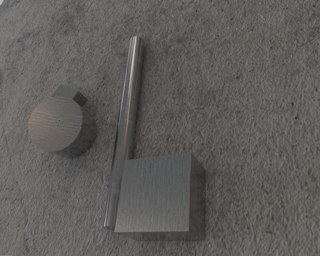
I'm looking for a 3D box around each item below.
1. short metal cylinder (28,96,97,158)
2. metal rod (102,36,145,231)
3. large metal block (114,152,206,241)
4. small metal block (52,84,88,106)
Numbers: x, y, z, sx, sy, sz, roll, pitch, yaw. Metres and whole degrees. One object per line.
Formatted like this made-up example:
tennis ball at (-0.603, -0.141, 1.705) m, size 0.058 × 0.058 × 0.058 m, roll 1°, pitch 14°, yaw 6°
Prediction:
short metal cylinder at (-0.138, 0.000, 0.445) m, size 0.080 × 0.050 × 0.080 m, roll -3°, pitch 73°, yaw 11°
metal rod at (-0.046, -0.012, 0.435) m, size 0.025 × 0.025 × 0.299 m, roll -10°, pitch 57°, yaw 23°
large metal block at (0.004, 0.077, 0.339) m, size 0.080 × 0.050 × 0.080 m, roll -9°, pitch 58°, yaw 23°
small metal block at (-0.156, -0.040, 0.510) m, size 0.050 × 0.025 × 0.050 m, roll 22°, pitch 73°, yaw 36°
